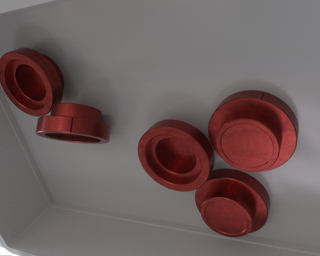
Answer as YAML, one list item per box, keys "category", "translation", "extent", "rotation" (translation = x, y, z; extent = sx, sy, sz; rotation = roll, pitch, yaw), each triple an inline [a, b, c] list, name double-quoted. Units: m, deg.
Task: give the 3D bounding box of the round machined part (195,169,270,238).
- category: "round machined part"
  translation: [0.093, 0.106, 0.414]
  extent: [0.098, 0.042, 0.097]
  rotation: [13, 124, 21]

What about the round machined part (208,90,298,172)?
- category: "round machined part"
  translation: [0.102, 0.010, 0.350]
  extent: [0.098, 0.042, 0.097]
  rotation: [13, 124, 21]

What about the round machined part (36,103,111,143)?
- category: "round machined part"
  translation: [-0.118, -0.006, 0.433]
  extent: [0.098, 0.098, 0.042]
  rotation: [-2, 77, 29]

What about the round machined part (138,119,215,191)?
- category: "round machined part"
  translation: [0.024, 0.031, 0.405]
  extent: [0.098, 0.042, 0.097]
  rotation: [13, 124, 21]

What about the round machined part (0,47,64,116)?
- category: "round machined part"
  translation: [-0.181, -0.069, 0.450]
  extent: [0.098, 0.042, 0.097]
  rotation: [13, 124, 21]
